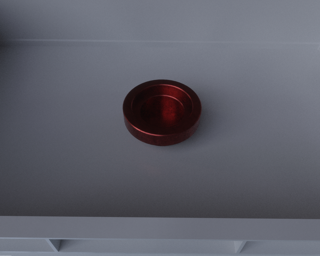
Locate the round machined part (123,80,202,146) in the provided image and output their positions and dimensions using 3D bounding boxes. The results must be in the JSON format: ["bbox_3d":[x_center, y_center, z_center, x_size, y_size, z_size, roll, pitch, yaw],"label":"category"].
[{"bbox_3d":[0.003,-0.015,0.402,0.099,0.042,0.098,0,50,0],"label":"round machined part"}]
